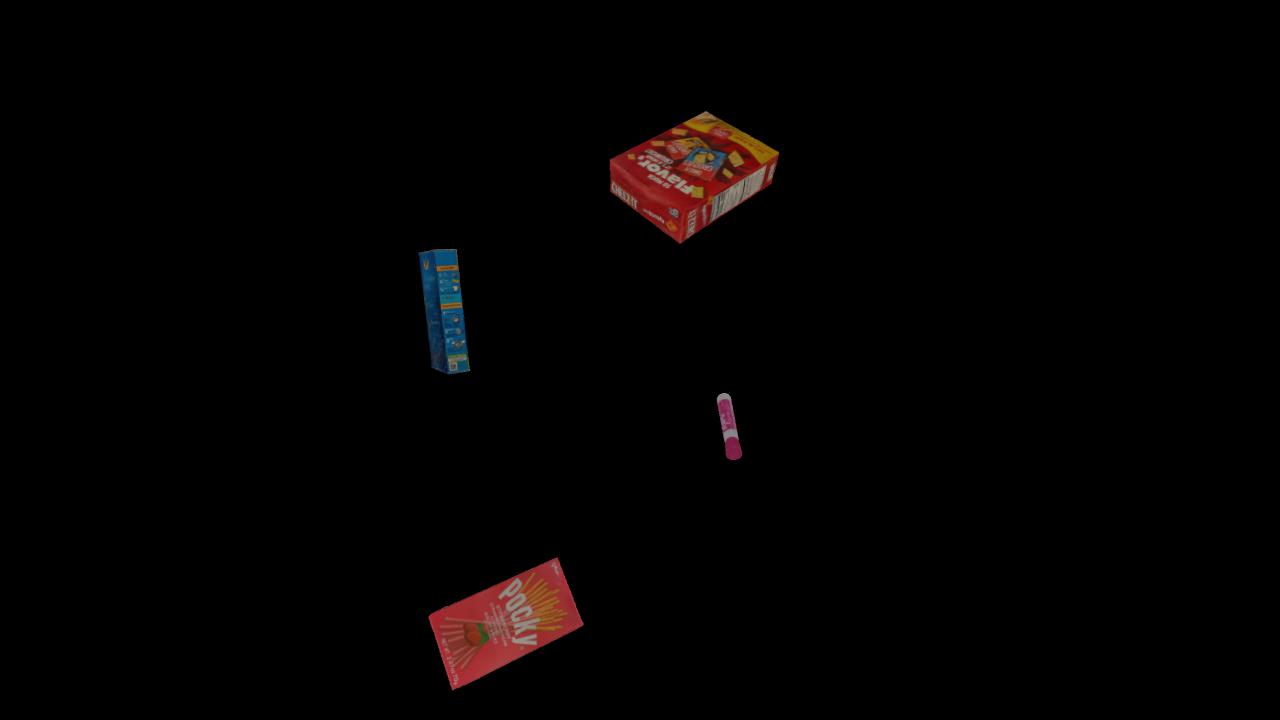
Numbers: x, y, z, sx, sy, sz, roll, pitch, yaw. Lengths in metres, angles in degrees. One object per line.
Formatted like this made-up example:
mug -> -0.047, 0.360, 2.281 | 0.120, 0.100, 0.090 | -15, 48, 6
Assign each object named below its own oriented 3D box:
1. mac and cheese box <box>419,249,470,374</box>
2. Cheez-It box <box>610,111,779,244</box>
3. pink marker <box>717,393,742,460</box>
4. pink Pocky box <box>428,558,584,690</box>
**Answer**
mac and cheese box -> -0.302, -0.075, 0.946 | 0.041, 0.184, 0.093 | -9, 10, -31
Cheez-It box -> 0.086, -0.299, 0.984 | 0.223, 0.071, 0.166 | -36, 62, -26
pink marker -> 0.107, 0.080, 0.743 | 0.020, 0.020, 0.121 | 0, 29, 1
pink Pocky box -> -0.150, 0.295, 0.699 | 0.155, 0.084, 0.029 | -19, -17, -20
